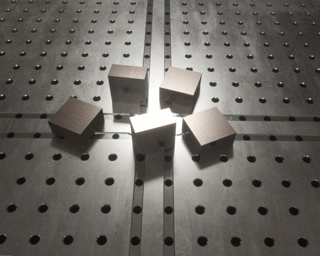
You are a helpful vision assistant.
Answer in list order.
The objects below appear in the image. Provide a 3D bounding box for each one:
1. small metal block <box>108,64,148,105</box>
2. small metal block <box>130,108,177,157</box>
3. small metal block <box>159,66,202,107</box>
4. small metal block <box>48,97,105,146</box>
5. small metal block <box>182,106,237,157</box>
[{"bbox_3d":[-0.044,-0.061,0.443,0.050,0.050,0.025,6,51,5],"label":"small metal block"},{"bbox_3d":[-0.009,0.006,0.386,0.050,0.050,0.025,-15,52,-12],"label":"small metal block"},{"bbox_3d":[0.031,-0.062,0.460,0.050,0.025,0.050,15,51,12],"label":"small metal block"},{"bbox_3d":[-0.111,-0.010,0.414,0.050,0.025,0.050,20,53,16],"label":"small metal block"},{"bbox_3d":[0.063,0.004,0.405,0.050,0.025,0.050,-19,53,-16],"label":"small metal block"}]
